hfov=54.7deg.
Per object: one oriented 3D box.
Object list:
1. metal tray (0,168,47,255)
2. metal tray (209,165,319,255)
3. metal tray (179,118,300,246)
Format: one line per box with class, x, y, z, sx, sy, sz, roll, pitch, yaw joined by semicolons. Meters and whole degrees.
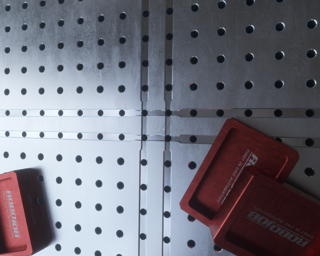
metal tray;-0.238;0.137;0.491;0.090;0.030;0.129;-16;85;19
metal tray;0.132;0.109;0.337;0.131;0.030;0.090;28;99;-5
metal tray;0.094;0.063;0.376;0.090;0.030;0.129;30;100;17
